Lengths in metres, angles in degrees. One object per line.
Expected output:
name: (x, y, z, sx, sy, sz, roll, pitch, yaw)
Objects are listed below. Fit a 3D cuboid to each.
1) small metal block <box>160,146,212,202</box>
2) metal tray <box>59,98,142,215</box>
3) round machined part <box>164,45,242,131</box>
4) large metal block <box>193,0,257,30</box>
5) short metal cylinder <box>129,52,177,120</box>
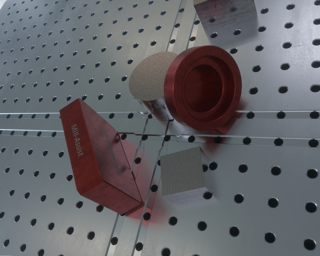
small metal block: (0.029, 0.054, 0.360, 0.050, 0.025, 0.050, -16, 55, 19)
metal tray: (-0.074, 0.034, 0.384, 0.030, 0.090, 0.130, -32, 52, 8)
round machined part: (0.047, -0.048, 0.372, 0.098, 0.098, 0.042, -54, 29, -10)
large metal block: (0.096, -0.206, 0.468, 0.080, 0.050, 0.080, -12, 56, 21)
short metal cylinder: (0.005, -0.057, 0.425, 0.080, 0.050, 0.080, -13, 56, 21)
